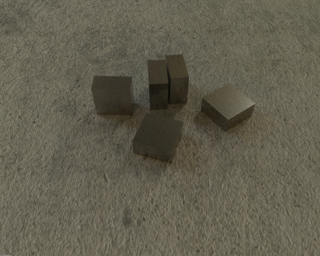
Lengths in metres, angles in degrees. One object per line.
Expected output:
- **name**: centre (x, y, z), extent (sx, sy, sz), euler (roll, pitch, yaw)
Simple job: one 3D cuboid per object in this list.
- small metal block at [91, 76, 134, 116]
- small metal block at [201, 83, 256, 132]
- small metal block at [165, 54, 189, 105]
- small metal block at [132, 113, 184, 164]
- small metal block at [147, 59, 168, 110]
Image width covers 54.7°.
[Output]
- **small metal block**: centre (-0.063, -0.044, 0.423), extent (0.050, 0.050, 0.025), euler (1, 50, 1)
- **small metal block**: centre (0.093, -0.029, 0.428), extent (0.050, 0.025, 0.050), euler (-29, 56, -22)
- **small metal block**: centre (0.023, -0.070, 0.446), extent (0.025, 0.050, 0.050), euler (-6, 50, -5)
- **small metal block**: centre (-0.002, 0.012, 0.393), extent (0.050, 0.025, 0.050), euler (14, 51, 11)
- **small metal block**: centre (-0.003, -0.061, 0.438), extent (0.025, 0.050, 0.050), euler (-3, 50, -3)
